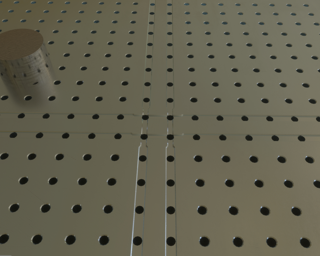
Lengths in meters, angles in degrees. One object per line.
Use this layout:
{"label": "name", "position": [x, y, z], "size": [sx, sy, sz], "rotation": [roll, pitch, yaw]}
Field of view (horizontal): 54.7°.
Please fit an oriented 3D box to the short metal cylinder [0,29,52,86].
{"label": "short metal cylinder", "position": [-0.216, -0.111, 0.483], "size": [0.081, 0.050, 0.080], "rotation": [0, 50, 0]}
